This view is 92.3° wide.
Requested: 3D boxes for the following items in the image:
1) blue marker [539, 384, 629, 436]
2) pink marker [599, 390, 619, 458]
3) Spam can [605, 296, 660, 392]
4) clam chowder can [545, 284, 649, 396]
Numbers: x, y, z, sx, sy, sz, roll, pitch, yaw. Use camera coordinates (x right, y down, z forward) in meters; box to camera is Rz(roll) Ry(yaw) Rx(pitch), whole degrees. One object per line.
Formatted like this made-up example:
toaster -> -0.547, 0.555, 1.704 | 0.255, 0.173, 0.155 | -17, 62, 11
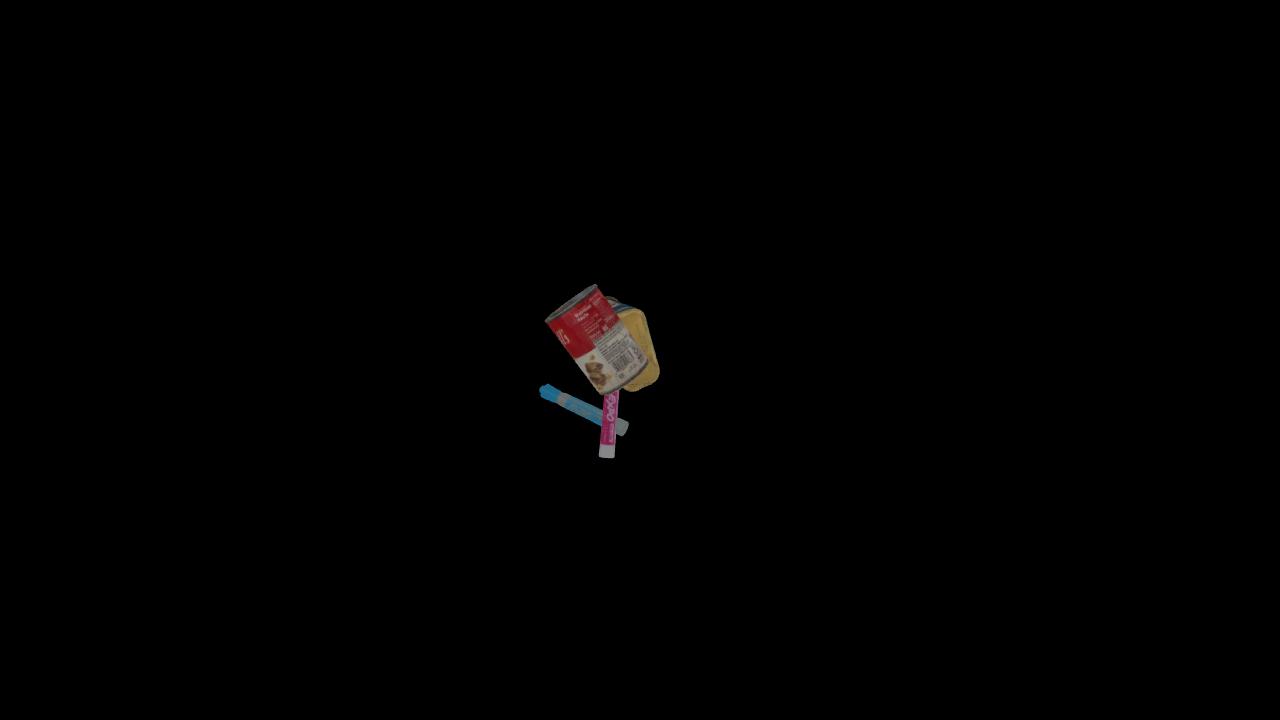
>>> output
blue marker -> -0.070, 0.059, 0.743 | 0.121, 0.020, 0.020 | 23, 8, 18
pink marker -> -0.035, 0.054, 0.726 | 0.020, 0.121, 0.020 | 4, -4, 0
Spam can -> -0.025, -0.020, 0.739 | 0.058, 0.101, 0.085 | -23, 21, -18
clam chowder can -> -0.045, -0.021, 0.658 | 0.068, 0.102, 0.068 | -34, 13, 9
